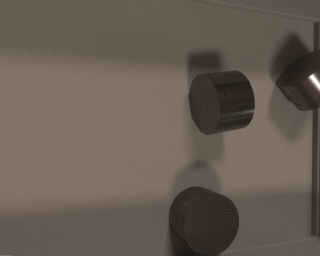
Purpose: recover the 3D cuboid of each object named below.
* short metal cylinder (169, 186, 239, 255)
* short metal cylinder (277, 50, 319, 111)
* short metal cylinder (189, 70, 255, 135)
[{"bbox_3d":[0.059,0.124,0.421,0.081,0.050,0.079,0,90,-21],"label":"short metal cylinder"},{"bbox_3d":[0.228,-0.072,0.468,0.050,0.080,0.080,46,76,-15],"label":"short metal cylinder"},{"bbox_3d":[0.080,-0.034,0.412,0.050,0.080,0.079,-10,94,-20],"label":"short metal cylinder"}]
